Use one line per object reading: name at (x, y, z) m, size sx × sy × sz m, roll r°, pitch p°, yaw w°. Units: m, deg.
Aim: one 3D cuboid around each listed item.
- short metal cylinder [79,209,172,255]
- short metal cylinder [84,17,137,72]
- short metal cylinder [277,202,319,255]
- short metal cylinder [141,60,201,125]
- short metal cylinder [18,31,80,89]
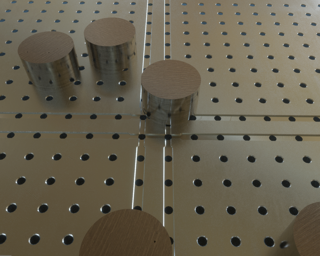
short metal cylinder at (-0.030, 0.123, 0.287) m, size 0.081 × 0.050 × 0.080 m, roll 1°, pitch 50°, yaw 0°
short metal cylinder at (-0.079, -0.136, 0.505) m, size 0.081 × 0.050 × 0.080 m, roll 0°, pitch 50°, yaw 0°
short metal cylinder at (0.160, 0.118, 0.294) m, size 0.081 × 0.050 × 0.080 m, roll 0°, pitch 50°, yaw 0°
short metal cylinder at (0.015, -0.051, 0.434) m, size 0.081 × 0.050 × 0.080 m, roll 0°, pitch 50°, yaw 0°
short metal cylinder at (-0.169, -0.105, 0.477) m, size 0.081 × 0.050 × 0.080 m, roll 0°, pitch 50°, yaw 0°
